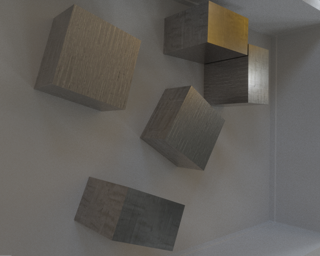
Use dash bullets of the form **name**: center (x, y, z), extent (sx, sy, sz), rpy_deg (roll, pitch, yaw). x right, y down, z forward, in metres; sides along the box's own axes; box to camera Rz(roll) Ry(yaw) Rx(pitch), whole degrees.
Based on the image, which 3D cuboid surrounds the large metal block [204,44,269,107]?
- **large metal block**: center (0.113, -0.074, 0.465), extent (0.050, 0.080, 0.080), rpy_deg (0, 90, -40)

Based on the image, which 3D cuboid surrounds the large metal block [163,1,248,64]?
- **large metal block**: center (0.062, -0.125, 0.422), extent (0.081, 0.080, 0.050), rpy_deg (3, 88, -40)

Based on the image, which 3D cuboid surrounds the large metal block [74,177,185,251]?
- **large metal block**: center (-0.034, 0.094, 0.342), extent (0.080, 0.080, 0.050), rpy_deg (27, 73, -37)

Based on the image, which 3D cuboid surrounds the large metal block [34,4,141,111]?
- **large metal block**: center (-0.075, -0.068, 0.327), extent (0.080, 0.050, 0.080), rpy_deg (19, 78, -38)

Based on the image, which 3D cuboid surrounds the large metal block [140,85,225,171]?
- **large metal block**: center (0.033, 0.001, 0.417), extent (0.080, 0.050, 0.080), rpy_deg (40, 66, -33)
